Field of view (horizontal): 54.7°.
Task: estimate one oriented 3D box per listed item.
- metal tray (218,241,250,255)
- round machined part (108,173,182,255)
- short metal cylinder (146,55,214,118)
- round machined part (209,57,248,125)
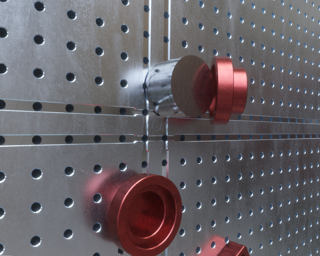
[{"bbox_3d":[0.124,0.268,0.513,0.091,0.030,0.129,-35,112,-35],"label":"metal tray"},{"bbox_3d":[-0.022,0.104,0.382,0.099,0.042,0.097,0,90,-40],"label":"round machined part"},{"bbox_3d":[0.028,-0.054,0.418,0.081,0.050,0.079,0,90,-40],"label":"short metal cylinder"},{"bbox_3d":[0.096,-0.053,0.444,0.042,0.098,0.097,1,89,2],"label":"round machined part"}]
